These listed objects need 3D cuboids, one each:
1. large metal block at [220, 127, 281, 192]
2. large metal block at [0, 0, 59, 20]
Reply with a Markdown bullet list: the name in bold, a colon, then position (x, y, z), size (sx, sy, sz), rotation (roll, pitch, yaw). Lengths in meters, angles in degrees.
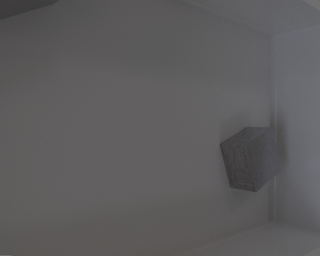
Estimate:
- **large metal block**: position (0.153, 0.049, 0.518), size (0.081, 0.050, 0.080), rotation (-26, 106, -37)
- **large metal block**: position (-0.122, -0.134, 0.268), size (0.080, 0.080, 0.050), rotation (-36, 113, -34)
